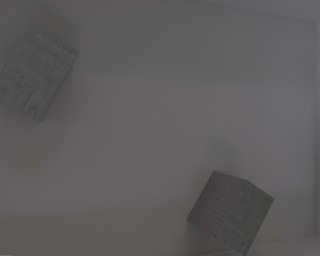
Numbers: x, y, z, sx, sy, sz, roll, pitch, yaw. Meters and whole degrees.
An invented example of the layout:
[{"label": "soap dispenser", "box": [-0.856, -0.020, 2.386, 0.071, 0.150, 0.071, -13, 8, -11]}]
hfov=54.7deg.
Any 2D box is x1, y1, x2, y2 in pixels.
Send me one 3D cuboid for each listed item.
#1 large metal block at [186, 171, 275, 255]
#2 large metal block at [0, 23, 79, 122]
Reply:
[{"label": "large metal block", "box": [0.091, 0.110, 0.415, 0.050, 0.080, 0.080, 35, 79, -17]}, {"label": "large metal block", "box": [-0.133, -0.053, 0.332, 0.050, 0.080, 0.080, 29, 80, -18]}]
